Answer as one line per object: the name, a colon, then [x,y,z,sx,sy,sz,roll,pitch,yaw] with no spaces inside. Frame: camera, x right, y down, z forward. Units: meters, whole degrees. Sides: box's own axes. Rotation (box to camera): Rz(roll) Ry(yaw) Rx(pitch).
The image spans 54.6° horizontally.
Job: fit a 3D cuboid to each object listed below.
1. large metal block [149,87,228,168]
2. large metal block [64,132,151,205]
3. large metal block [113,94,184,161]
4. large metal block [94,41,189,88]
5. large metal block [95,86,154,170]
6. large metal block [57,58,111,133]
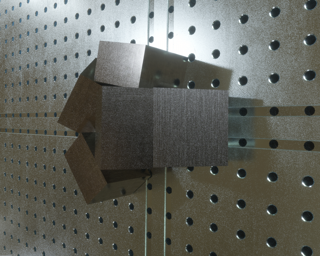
large metal block: [0.027,0.000,0.341,0.050,0.081,0.080,179,92,-77]
large metal block: [-0.073,0.052,0.433,0.050,0.081,0.080,-47,63,29]
large metal block: [-0.016,-0.002,0.407,0.080,0.050,0.080,1,91,40]
large metal block: [-0.024,-0.075,0.394,0.080,0.081,0.050,17,101,39]
large metal block: [-0.042,0.000,0.338,0.080,0.050,0.080,-179,91,-74]
large metal block: [-0.096,-0.045,0.446,0.050,0.080,0.080,29,116,-11]
